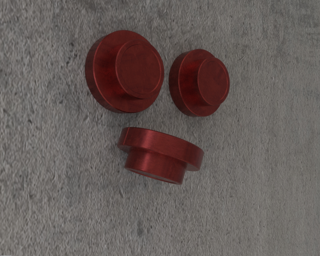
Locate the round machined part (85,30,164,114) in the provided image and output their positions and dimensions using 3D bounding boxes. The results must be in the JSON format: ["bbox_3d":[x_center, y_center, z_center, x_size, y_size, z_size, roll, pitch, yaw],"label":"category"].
[{"bbox_3d":[-0.034,-0.066,0.365,0.099,0.042,0.097,0,90,-40],"label":"round machined part"}]

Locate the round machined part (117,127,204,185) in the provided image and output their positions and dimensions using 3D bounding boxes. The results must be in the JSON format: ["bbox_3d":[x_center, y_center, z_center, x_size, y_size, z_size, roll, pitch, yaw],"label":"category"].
[{"bbox_3d":[-0.003,0.036,0.355,0.098,0.098,0.042,27,74,-37],"label":"round machined part"}]

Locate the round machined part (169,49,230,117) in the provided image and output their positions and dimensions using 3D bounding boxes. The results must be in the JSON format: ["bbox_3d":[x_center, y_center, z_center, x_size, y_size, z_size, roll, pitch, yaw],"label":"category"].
[{"bbox_3d":[0.063,-0.065,0.446,0.099,0.042,0.097,0,90,-40],"label":"round machined part"}]
